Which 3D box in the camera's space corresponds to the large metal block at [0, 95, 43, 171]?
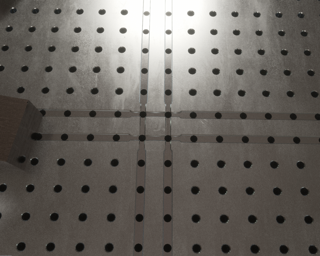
[{"bbox_3d":[-0.209,0.004,0.395,0.080,0.050,0.080,10,70,3],"label":"large metal block"}]
